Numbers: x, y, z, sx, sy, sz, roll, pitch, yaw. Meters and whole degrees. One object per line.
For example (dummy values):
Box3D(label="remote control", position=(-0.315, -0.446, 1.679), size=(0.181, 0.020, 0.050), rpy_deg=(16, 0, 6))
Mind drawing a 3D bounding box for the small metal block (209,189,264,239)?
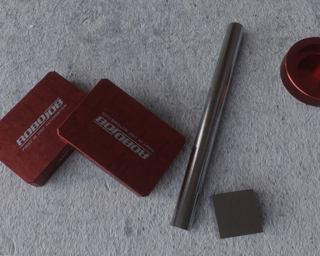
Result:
Box3D(label="small metal block", position=(0.090, 0.103, 0.372), size=(0.050, 0.025, 0.050), rpy_deg=(-8, 70, -3))

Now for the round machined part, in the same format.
Box3D(label="round machined part", position=(0.215, -0.073, 0.428), size=(0.099, 0.042, 0.098), rpy_deg=(0, 70, -1))

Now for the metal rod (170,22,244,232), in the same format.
Box3D(label="metal rod", position=(0.069, -0.016, 0.414), size=(0.025, 0.025, 0.299), rpy_deg=(17, 71, 5))

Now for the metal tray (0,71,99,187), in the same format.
Box3D(label="metal tray", position=(-0.149, -0.001, 0.404), size=(0.090, 0.030, 0.130), rpy_deg=(35, 73, 11))

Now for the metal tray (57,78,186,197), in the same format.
Box3D(label="metal tray", position=(-0.046, 0.012, 0.382), size=(0.130, 0.030, 0.090), rpy_deg=(37, 72, -3))
